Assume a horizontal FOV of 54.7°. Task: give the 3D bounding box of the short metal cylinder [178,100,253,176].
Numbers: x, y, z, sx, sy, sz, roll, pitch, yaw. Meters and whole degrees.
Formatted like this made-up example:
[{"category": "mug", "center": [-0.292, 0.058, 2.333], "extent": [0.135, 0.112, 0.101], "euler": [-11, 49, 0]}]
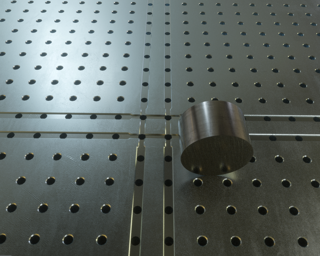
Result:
[{"category": "short metal cylinder", "center": [0.063, 0.014, 0.362], "extent": [0.081, 0.080, 0.050], "euler": [-1, 50, -1]}]
